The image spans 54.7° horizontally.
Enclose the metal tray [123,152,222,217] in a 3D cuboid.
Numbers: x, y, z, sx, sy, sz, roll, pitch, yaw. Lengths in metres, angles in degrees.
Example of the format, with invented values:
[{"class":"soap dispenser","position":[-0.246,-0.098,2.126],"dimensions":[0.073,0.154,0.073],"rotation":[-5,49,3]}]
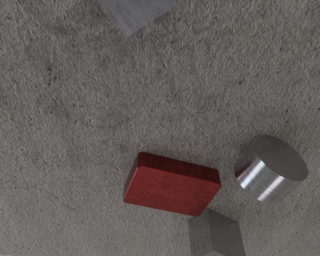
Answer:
[{"class":"metal tray","position":[0.017,0.090,0.481],"dimensions":[0.131,0.030,0.089],"rotation":[15,129,-13]}]

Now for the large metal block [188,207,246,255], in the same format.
[{"class":"large metal block","position":[0.099,0.198,0.541],"dimensions":[0.080,0.080,0.050],"rotation":[30,124,-23]}]

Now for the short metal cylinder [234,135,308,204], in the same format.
[{"class":"short metal cylinder","position":[0.149,0.055,0.419],"dimensions":[0.081,0.080,0.050],"rotation":[17,128,-14]}]

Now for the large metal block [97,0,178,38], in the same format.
[{"class":"large metal block","position":[-0.029,-0.136,0.255],"dimensions":[0.050,0.080,0.080],"rotation":[-27,125,21]}]
